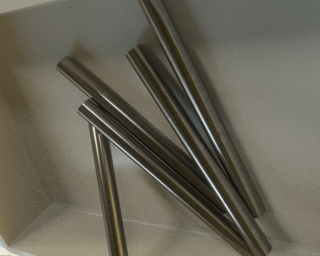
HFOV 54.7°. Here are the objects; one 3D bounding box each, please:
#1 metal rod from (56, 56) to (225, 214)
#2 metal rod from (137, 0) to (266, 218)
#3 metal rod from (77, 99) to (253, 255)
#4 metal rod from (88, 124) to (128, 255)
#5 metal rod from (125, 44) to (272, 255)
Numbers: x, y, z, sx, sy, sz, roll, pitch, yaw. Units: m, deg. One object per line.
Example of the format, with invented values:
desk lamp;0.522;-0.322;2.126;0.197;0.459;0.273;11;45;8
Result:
metal rod;-0.020;0.010;0.424;0.300;0.025;0.025;41;129;0
metal rod;0.057;-0.015;0.369;0.025;0.025;0.299;-18;109;35
metal rod;0.011;0.069;0.416;0.300;0.025;0.025;41;129;0
metal rod;-0.066;0.117;0.426;0.025;0.025;0.298;-15;82;34
metal rod;0.050;0.032;0.382;0.025;0.025;0.299;-29;97;37
